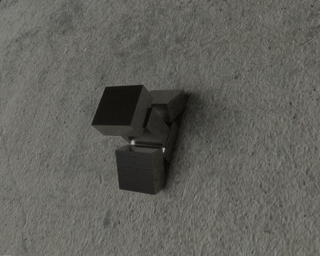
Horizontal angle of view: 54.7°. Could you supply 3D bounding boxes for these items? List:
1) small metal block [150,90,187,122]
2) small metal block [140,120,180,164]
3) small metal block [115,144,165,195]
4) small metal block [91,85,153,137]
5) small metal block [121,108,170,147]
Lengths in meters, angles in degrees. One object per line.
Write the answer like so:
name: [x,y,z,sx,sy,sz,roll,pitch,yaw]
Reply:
small metal block: [0.000,-0.030,0.407,0.050,0.025,0.050,3,27,29]
small metal block: [-0.007,0.017,0.398,0.050,0.025,0.050,3,63,29]
small metal block: [-0.023,0.049,0.370,0.050,0.025,0.050,2,103,29]
small metal block: [-0.041,-0.019,0.341,0.050,0.025,0.050,1,62,28]
small metal block: [-0.023,-0.001,0.368,0.050,0.050,0.025,3,63,29]
